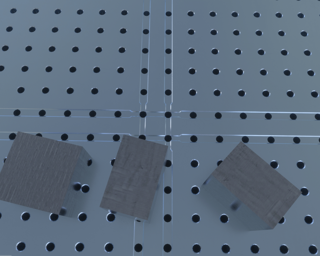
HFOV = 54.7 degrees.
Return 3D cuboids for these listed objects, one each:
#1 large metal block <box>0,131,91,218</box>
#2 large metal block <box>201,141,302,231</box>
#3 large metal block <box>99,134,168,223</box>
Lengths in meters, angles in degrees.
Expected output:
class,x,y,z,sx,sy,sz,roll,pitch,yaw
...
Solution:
class,x,y,z,sx,sy,sz,roll,pitch,yaw
large metal block,-0.140,0.057,0.376,0.080,0.050,0.080,13,70,4
large metal block,0.100,0.070,0.358,0.080,0.080,0.050,42,75,13
large metal block,-0.026,0.063,0.359,0.050,0.080,0.080,15,71,5
